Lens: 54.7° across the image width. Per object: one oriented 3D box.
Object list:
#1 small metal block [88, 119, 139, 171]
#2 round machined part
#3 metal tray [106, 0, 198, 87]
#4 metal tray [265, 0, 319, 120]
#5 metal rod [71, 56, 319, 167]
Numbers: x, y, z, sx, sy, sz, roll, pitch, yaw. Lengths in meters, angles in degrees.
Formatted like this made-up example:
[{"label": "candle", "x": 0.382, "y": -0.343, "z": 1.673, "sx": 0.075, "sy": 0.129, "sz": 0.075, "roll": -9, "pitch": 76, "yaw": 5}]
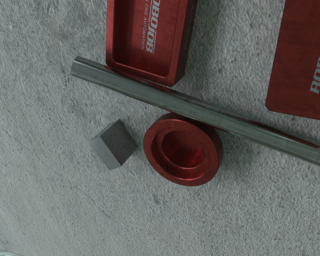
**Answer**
[{"label": "small metal block", "x": -0.064, "y": 0.023, "z": 0.437, "sx": 0.025, "sy": 0.050, "sz": 0.050, "roll": -25, "pitch": 105, "yaw": 36}, {"label": "round machined part", "x": 0.032, "y": 0.022, "z": 0.391, "sx": 0.098, "sy": 0.042, "sz": 0.097, "roll": 13, "pitch": 125, "yaw": 20}, {"label": "metal tray", "x": -0.011, "y": -0.118, "z": 0.334, "sx": 0.090, "sy": 0.030, "sz": 0.129, "roll": 20, "pitch": 126, "yaw": 16}, {"label": "metal tray", "x": 0.154, "y": -0.071, "z": 0.279, "sx": 0.090, "sy": 0.030, "sz": 0.129, "roll": 13, "pitch": 124, "yaw": 20}, {"label": "metal rod", "x": 0.042, "y": -0.020, "z": 0.347, "sx": 0.301, "sy": 0.025, "sz": 0.025, "roll": 20, "pitch": 127, "yaw": 6}]
